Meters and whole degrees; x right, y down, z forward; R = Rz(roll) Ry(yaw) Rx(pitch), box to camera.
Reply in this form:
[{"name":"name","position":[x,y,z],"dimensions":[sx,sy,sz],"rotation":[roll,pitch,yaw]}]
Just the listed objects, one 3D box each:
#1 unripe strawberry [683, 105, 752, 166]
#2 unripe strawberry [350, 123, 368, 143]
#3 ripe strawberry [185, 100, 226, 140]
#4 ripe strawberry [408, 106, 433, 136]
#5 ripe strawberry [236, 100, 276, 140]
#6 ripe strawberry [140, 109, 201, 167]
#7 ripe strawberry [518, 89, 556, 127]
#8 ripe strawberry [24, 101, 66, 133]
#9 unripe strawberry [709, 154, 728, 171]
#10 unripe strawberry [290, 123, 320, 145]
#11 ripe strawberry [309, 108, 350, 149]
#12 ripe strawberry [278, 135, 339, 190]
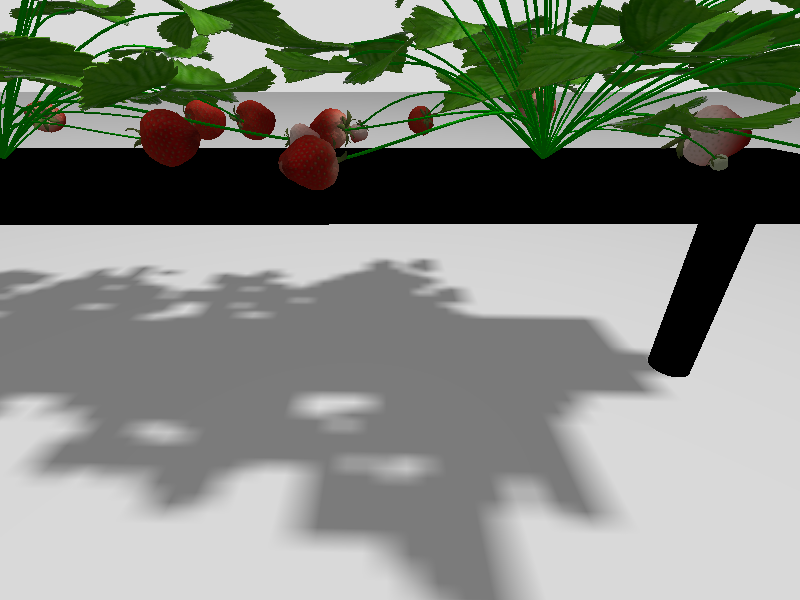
[{"name":"unripe strawberry","position":[0.244,-0.126,0.307],"dimensions":[0.045,0.043,0.041],"rotation":[5,29,8]},{"name":"unripe strawberry","position":[-0.043,-0.172,0.413],"dimensions":[0.019,0.018,0.021],"rotation":[-48,-5,41]},{"name":"ripe strawberry","position":[-0.216,-0.203,0.450],"dimensions":[0.039,0.041,0.042],"rotation":[21,35,33]},{"name":"ripe strawberry","position":[0.023,-0.212,0.475],"dimensions":[0.030,0.032,0.033],"rotation":[-16,14,-26]},{"name":"ripe strawberry","position":[-0.159,-0.201,0.447],"dimensions":[0.041,0.040,0.038],"rotation":[-21,35,-34]},{"name":"ripe strawberry","position":[-0.174,-0.124,0.308],"dimensions":[0.042,0.041,0.039],"rotation":[4,29,6]},{"name":"ripe strawberry","position":[0.182,-0.254,0.534],"dimensions":[0.048,0.050,0.052],"rotation":[7,29,13]},{"name":"ripe strawberry","position":[-0.433,-0.225,0.491],"dimensions":[0.038,0.035,0.035],"rotation":[-15,32,-25]},{"name":"unripe strawberry","position":[0.236,-0.101,0.295],"dimensions":[0.011,0.011,0.011],"rotation":[-50,2,35]},{"name":"unripe strawberry","position":[-0.083,-0.142,0.353],"dimensions":[0.026,0.026,0.025],"rotation":[-3,29,-6]},{"name":"ripe strawberry","position":[-0.066,-0.160,0.373],"dimensions":[0.035,0.035,0.038],"rotation":[7,30,14]},{"name":"ripe strawberry","position":[-0.053,-0.078,0.229],"dimensions":[0.031,0.031,0.034],"rotation":[-18,34,-28]}]
